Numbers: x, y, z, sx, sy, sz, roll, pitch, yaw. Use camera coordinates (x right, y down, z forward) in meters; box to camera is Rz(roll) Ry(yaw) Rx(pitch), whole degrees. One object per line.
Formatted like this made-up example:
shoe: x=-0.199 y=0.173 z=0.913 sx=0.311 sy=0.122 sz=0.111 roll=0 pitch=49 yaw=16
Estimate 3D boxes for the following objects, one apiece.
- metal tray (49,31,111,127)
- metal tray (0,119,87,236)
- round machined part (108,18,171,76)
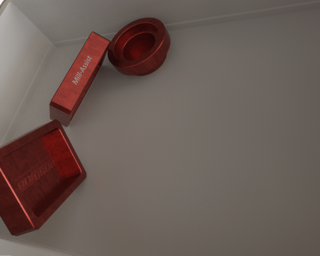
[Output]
metal tray: x=-0.123 y=-0.072 z=0.474 sx=0.130 sy=0.030 sz=0.090 roll=-66 pitch=12 yaw=-19
metal tray: x=-0.143 y=0.050 z=0.365 sx=0.030 sy=0.090 sz=0.130 roll=-21 pitch=12 yaw=16
round machined part: x=-0.028 y=-0.121 z=0.482 sx=0.098 sy=0.042 sz=0.098 roll=-13 pitch=56 yaw=20
